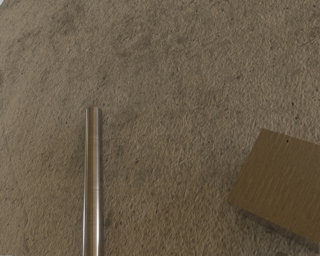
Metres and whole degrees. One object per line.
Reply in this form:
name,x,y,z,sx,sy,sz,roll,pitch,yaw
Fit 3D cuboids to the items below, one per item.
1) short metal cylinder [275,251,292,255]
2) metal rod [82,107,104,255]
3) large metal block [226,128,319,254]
short metal cylinder,0.117,0.134,0.226,0.080,0.080,0.050,17,71,35
metal rod,-0.083,0.098,0.387,0.025,0.025,0.299,-20,54,16
large metal block,0.121,0.056,0.290,0.080,0.050,0.080,21,73,35
